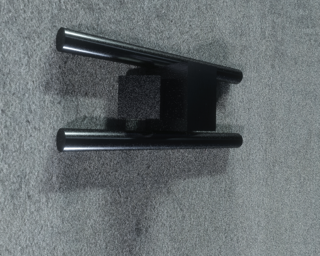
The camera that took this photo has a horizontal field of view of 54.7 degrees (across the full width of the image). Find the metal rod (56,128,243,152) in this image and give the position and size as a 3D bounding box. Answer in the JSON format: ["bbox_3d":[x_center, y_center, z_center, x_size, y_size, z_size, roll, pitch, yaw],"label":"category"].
[{"bbox_3d":[0.012,0.017,0.419,0.302,0.025,0.025,2,89,-40],"label":"metal rod"}]

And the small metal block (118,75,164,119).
[{"bbox_3d":[-0.022,-0.036,0.371,0.025,0.050,0.050,3,89,-80],"label":"small metal block"}]

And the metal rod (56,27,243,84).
[{"bbox_3d":[0.012,-0.089,0.418,0.302,0.025,0.025,2,89,-40],"label":"metal rod"}]

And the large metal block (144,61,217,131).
[{"bbox_3d":[0.024,-0.036,0.396,0.050,0.080,0.079,1,90,-40],"label":"large metal block"}]

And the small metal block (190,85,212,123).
[{"bbox_3d":[0.057,-0.033,0.438,0.025,0.050,0.050,0,89,2],"label":"small metal block"}]
